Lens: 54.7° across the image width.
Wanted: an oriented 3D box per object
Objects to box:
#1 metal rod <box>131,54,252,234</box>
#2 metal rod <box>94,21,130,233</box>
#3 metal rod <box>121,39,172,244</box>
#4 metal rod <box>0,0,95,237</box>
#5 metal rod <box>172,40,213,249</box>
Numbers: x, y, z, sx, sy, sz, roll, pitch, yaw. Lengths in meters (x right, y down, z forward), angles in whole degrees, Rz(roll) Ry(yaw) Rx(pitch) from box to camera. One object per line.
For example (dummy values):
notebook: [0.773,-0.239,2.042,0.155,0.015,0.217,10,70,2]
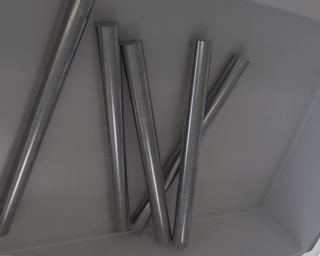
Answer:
metal rod: [0.036,0.032,0.447,0.025,0.025,0.298,20,107,-36]
metal rod: [-0.056,0.022,0.391,0.025,0.025,0.298,-13,124,-21]
metal rod: [-0.012,0.038,0.404,0.025,0.025,0.298,-18,120,-18]
metal rod: [-0.133,-0.004,0.333,0.025,0.025,0.298,14,111,-34]
metal rod: [0.041,0.035,0.421,0.025,0.025,0.298,-6,112,-26]
